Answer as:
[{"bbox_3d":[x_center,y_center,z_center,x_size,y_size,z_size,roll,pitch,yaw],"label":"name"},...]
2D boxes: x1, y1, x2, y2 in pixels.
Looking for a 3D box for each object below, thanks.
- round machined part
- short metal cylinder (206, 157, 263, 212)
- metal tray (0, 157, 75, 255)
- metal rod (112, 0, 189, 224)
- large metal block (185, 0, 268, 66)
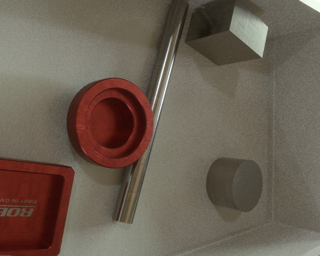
[{"bbox_3d":[-0.058,-0.006,0.348,0.099,0.042,0.097,0,90,-40],"label":"round machined part"},{"bbox_3d":[0.119,0.089,0.494,0.081,0.050,0.079,0,90,-40],"label":"short metal cylinder"},{"bbox_3d":[-0.150,0.071,0.278,0.131,0.030,0.090,14,81,-39],"label":"metal tray"},{"bbox_3d":[-0.008,-0.030,0.401,0.025,0.025,0.299,24,75,-38],"label":"metal rod"},{"bbox_3d":[0.098,-0.137,0.455,0.080,0.080,0.050,23,76,-38],"label":"large metal block"}]
